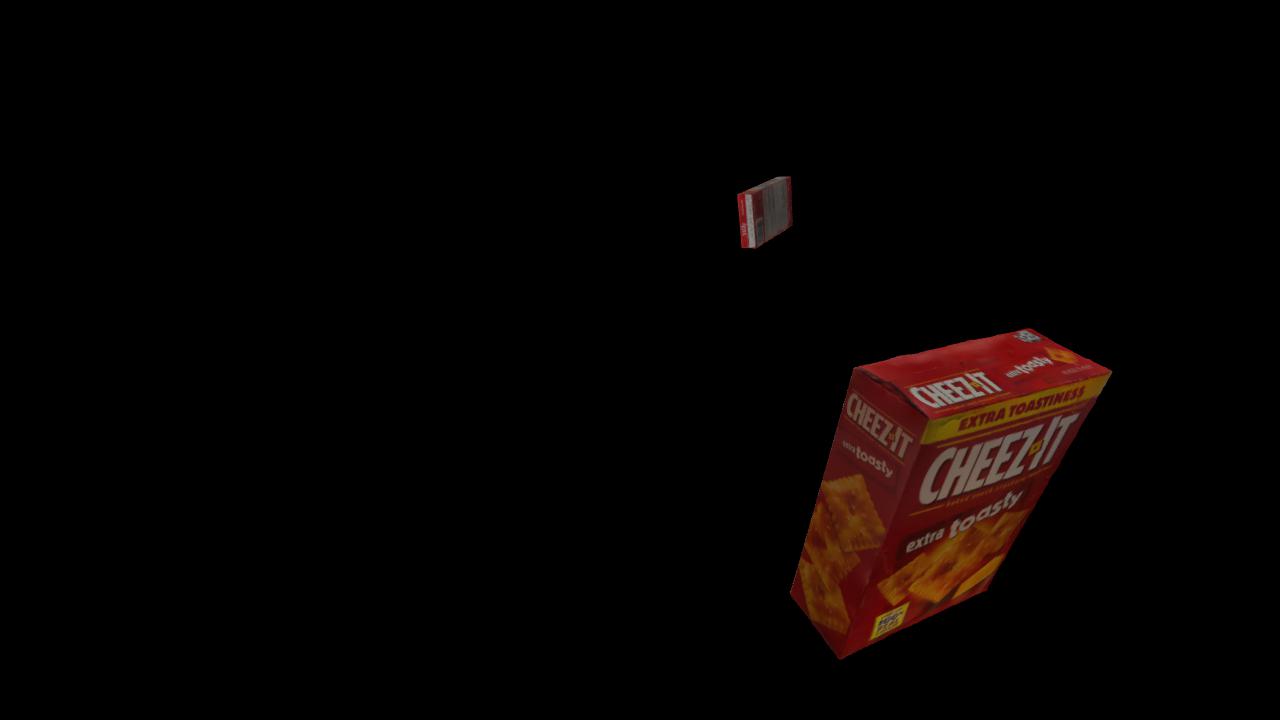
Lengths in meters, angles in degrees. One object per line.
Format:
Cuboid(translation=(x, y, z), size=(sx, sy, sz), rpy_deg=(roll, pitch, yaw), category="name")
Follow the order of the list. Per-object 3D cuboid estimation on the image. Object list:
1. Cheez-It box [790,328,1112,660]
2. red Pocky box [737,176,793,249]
Cuboid(translation=(0.211, 0.096, 0.444), size=(0.166, 0.223, 0.071), rpy_deg=(-11, 34, -24), category="Cheez-It box")
Cuboid(translation=(0.197, -0.231, 0.955), size=(0.028, 0.083, 0.155), rpy_deg=(6, 26, 34), category="red Pocky box")
